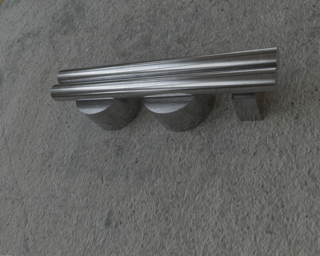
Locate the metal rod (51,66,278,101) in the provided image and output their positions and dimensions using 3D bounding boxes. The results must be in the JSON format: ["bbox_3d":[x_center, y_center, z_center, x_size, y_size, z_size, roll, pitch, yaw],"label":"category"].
[{"bbox_3d":[-0.016,-0.050,0.379,0.300,0.025,0.025,0,62,28],"label":"metal rod"}]

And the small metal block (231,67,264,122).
[{"bbox_3d":[0.104,-0.041,0.361,0.025,0.050,0.050,-1,61,27],"label":"small metal block"}]

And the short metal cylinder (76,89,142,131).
[{"bbox_3d":[-0.074,-0.042,0.453,0.080,0.050,0.080,-13,56,21],"label":"short metal cylinder"}]

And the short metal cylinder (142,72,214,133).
[{"bbox_3d":[0.023,-0.041,0.402,0.080,0.050,0.080,-13,56,21],"label":"short metal cylinder"}]

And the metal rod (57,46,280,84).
[{"bbox_3d":[-0.011,-0.073,0.390,0.300,0.025,0.025,0,62,28],"label":"metal rod"}]
